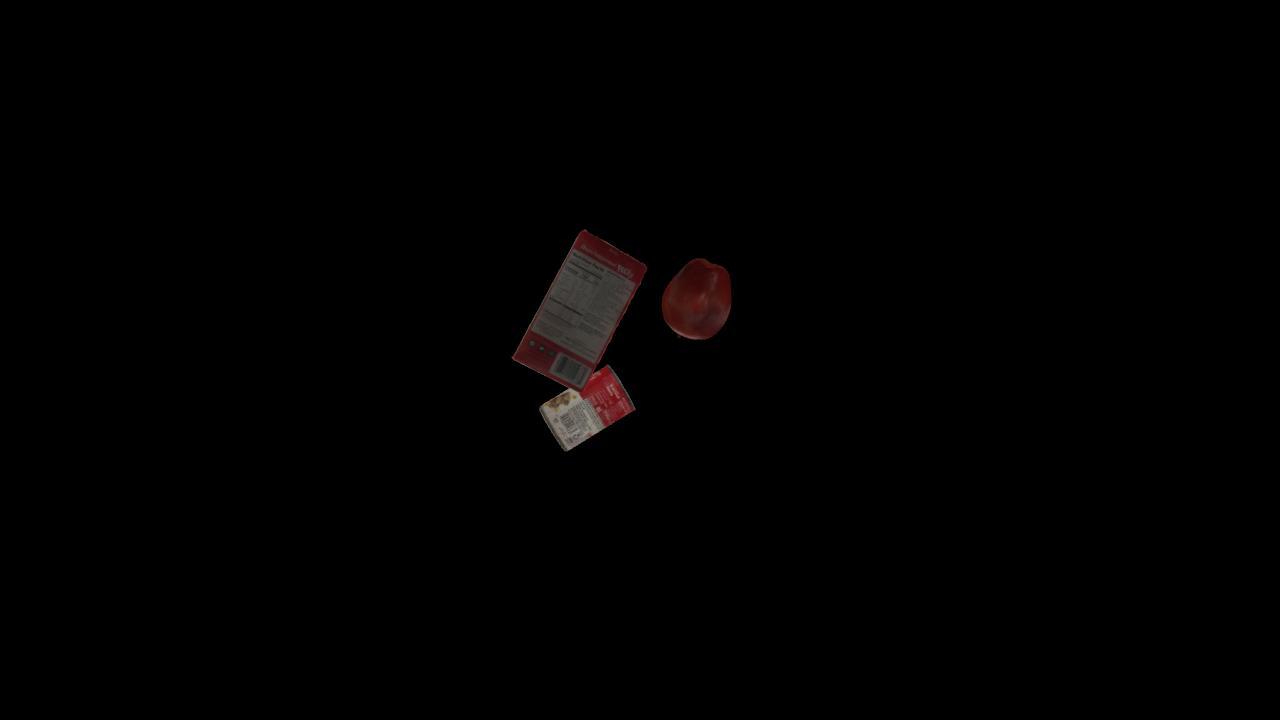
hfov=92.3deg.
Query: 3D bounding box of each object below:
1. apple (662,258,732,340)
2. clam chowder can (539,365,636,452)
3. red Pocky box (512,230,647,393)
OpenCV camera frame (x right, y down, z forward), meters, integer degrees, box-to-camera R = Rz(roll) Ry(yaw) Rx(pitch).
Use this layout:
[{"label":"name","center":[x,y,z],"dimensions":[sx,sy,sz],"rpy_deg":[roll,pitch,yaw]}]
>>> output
[{"label":"apple","center":[0.065,-0.067,0.698],"dimensions":[0.079,0.093,0.079],"rpy_deg":[21,14,-6]},{"label":"clam chowder can","center":[-0.066,0.060,0.765],"dimensions":[0.102,0.068,0.068],"rpy_deg":[-32,4,-7]},{"label":"red Pocky box","center":[-0.063,-0.050,0.652],"dimensions":[0.083,0.155,0.028],"rpy_deg":[29,-5,-10]}]
